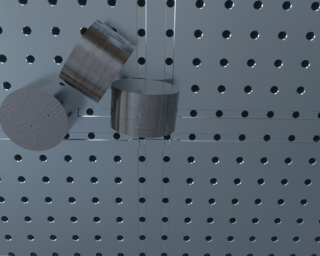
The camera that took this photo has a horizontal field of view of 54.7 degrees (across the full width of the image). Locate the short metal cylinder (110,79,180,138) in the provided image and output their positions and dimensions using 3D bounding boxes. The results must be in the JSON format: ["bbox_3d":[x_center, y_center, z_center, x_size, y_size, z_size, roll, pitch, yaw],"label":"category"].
[{"bbox_3d":[-0.019,-0.026,0.374,0.081,0.080,0.050,5,110,-2],"label":"short metal cylinder"}]

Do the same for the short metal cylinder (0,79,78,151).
[{"bbox_3d":[-0.150,-0.018,0.392,0.081,0.050,0.079,0,110,-1],"label":"short metal cylinder"}]

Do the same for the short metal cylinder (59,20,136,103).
[{"bbox_3d":[-0.071,-0.075,0.355,0.050,0.080,0.080,34,106,-12],"label":"short metal cylinder"}]
